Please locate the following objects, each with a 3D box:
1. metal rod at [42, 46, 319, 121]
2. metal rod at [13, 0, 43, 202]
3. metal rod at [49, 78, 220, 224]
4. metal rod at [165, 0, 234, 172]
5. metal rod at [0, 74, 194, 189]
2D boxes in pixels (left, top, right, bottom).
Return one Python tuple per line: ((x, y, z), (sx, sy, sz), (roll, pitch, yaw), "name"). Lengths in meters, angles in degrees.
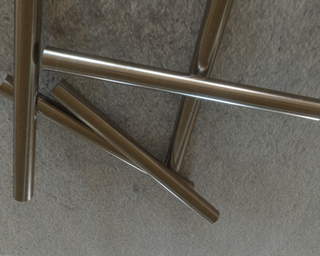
((0.031, -0.046, 0.334), (0.302, 0.025, 0.025), (10, 129, -6), "metal rod")
((-0.150, -0.034, 0.345), (0.025, 0.025, 0.298), (11, 120, -9), "metal rod")
((-0.020, 0.044, 0.422), (0.025, 0.025, 0.300), (-36, 115, 26), "metal rod")
((0.044, -0.058, 0.358), (0.025, 0.025, 0.298), (7, 130, -7), "metal rod")
((-0.069, 0.022, 0.424), (0.301, 0.025, 0.025), (33, 123, -26), "metal rod")
